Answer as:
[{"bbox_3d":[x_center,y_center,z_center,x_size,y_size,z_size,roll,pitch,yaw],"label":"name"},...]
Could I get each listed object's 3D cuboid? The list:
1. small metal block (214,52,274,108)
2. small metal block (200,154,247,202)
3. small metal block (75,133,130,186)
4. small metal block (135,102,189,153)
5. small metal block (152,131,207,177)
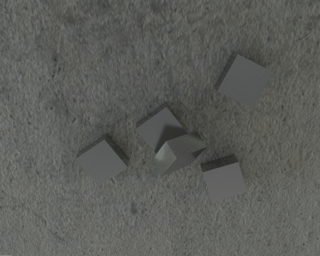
[{"bbox_3d":[0.104,-0.061,0.389,0.050,0.025,0.050,24,108,-9],"label":"small metal block"},{"bbox_3d":[0.089,0.071,0.437,0.050,0.025,0.050,-17,109,6],"label":"small metal block"},{"bbox_3d":[-0.078,0.043,0.425,0.050,0.025,0.050,-33,107,11],"label":"small metal block"},{"bbox_3d":[0.003,0.002,0.411,0.050,0.025,0.050,-36,107,12],"label":"small metal block"},{"bbox_3d":[0.024,0.033,0.398,0.050,0.025,0.050,-17,155,-34],"label":"small metal block"}]
